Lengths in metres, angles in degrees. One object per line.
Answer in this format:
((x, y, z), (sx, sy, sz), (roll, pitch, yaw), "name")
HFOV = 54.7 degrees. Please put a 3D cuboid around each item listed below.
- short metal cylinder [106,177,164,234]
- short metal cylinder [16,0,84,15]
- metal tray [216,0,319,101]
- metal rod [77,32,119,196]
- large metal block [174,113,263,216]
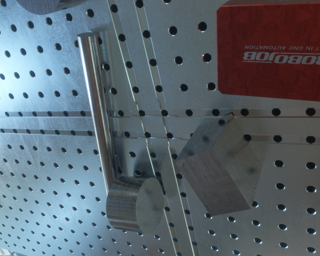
((-0.035, 0.113, 0.462), (0.050, 0.080, 0.080), (-3, 117, 29), "short metal cylinder")
((-0.128, -0.175, 0.352), (0.080, 0.050, 0.079), (13, 124, 20), "short metal cylinder")
((0.122, -0.075, 0.297), (0.130, 0.030, 0.089), (8, 122, 23), "metal tray")
((-0.083, 0.012, 0.460), (0.025, 0.025, 0.298), (10, 123, 22), "metal rod")
((0.072, 0.042, 0.363), (0.050, 0.080, 0.080), (-24, 106, 36), "large metal block")
